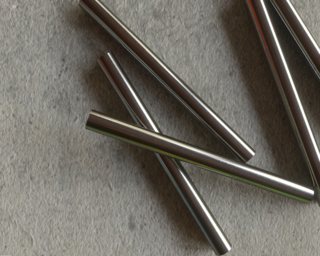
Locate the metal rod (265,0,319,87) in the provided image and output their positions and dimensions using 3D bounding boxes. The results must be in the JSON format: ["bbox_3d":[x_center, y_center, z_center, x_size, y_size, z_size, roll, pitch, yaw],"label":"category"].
[{"bbox_3d":[0.201,-0.100,0.412,0.025,0.025,0.299,-32,90,0],"label":"metal rod"}]

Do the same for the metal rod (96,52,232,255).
[{"bbox_3d":[0.006,0.034,0.410,0.025,0.025,0.299,-32,90,0],"label":"metal rod"}]

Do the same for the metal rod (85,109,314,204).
[{"bbox_3d":[0.056,0.039,0.392,0.302,0.025,0.025,19,90,-8],"label":"metal rod"}]

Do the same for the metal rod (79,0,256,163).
[{"bbox_3d":[0.010,-0.065,0.410,0.300,0.025,0.025,44,90,-1],"label":"metal rod"}]

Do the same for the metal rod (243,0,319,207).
[{"bbox_3d":[0.173,-0.039,0.412,0.025,0.025,0.299,-20,90,0],"label":"metal rod"}]
